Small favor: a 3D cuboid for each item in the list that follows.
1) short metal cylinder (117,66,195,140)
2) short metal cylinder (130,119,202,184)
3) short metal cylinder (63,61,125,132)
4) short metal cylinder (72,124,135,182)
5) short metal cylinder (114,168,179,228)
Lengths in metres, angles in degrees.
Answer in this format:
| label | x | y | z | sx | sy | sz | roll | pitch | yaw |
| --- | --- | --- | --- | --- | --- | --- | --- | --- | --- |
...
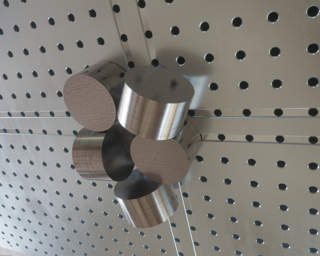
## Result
| label | x | y | z | sx | sy | sz | roll | pitch | yaw |
| --- | --- | --- | --- | --- | --- | --- | --- | --- | --- |
| short metal cylinder | -0.006 | -0.031 | 0.360 | 0.080 | 0.080 | 0.050 | 25 | 127 | 12 |
| short metal cylinder | 0.009 | 0.026 | 0.407 | 0.080 | 0.050 | 0.079 | 13 | 124 | 20 |
| short metal cylinder | -0.079 | -0.042 | 0.410 | 0.080 | 0.050 | 0.079 | 14 | 125 | 21 |
| short metal cylinder | -0.076 | 0.035 | 0.438 | 0.050 | 0.080 | 0.080 | -3 | 117 | 29 |
| short metal cylinder | -0.019 | 0.096 | 0.444 | 0.080 | 0.080 | 0.050 | -6 | 116 | 31 |
